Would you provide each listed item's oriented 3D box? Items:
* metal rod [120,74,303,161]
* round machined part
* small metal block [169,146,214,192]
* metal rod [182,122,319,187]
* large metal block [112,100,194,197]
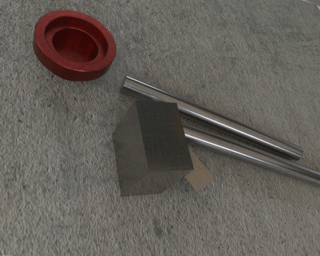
[{"bbox_3d":[0.086,-0.009,0.457,0.302,0.025,0.025,21,54,-16],"label":"metal rod"},{"bbox_3d":[-0.109,-0.099,0.395,0.099,0.042,0.098,14,56,-21],"label":"round machined part"},{"bbox_3d":[0.039,0.048,0.378,0.025,0.050,0.050,-39,82,1],"label":"small metal block"},{"bbox_3d":[0.150,0.046,0.458,0.302,0.025,0.025,19,54,-18],"label":"metal rod"},{"bbox_3d":[-0.013,0.025,0.348,0.050,0.080,0.080,2,61,-28],"label":"large metal block"}]
